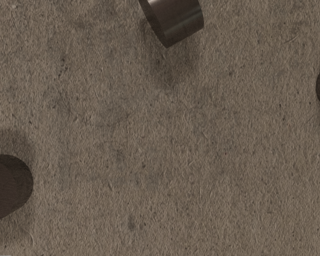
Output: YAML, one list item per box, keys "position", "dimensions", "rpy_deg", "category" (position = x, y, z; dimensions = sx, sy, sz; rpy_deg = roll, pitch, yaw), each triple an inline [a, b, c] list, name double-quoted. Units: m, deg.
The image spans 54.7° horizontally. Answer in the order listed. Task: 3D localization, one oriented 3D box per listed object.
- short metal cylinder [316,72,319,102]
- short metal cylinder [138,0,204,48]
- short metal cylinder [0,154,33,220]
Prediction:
- position: [0.254, -0.056, 0.401]
  dimensions: [0.081, 0.050, 0.079]
  rpy_deg: [0, 90, -1]
  category: "short metal cylinder"
- position: [0.012, -0.147, 0.383]
  dimensions: [0.050, 0.080, 0.080]
  rpy_deg: [-30, 90, 0]
  category: "short metal cylinder"
- position: [-0.212, 0.076, 0.395]
  dimensions: [0.081, 0.050, 0.079]
  rpy_deg: [0, 90, -1]
  category: "short metal cylinder"
